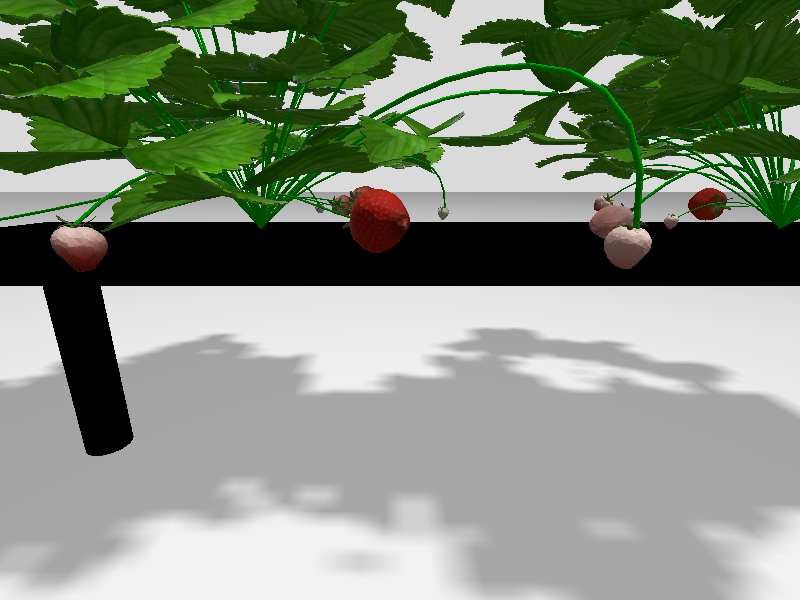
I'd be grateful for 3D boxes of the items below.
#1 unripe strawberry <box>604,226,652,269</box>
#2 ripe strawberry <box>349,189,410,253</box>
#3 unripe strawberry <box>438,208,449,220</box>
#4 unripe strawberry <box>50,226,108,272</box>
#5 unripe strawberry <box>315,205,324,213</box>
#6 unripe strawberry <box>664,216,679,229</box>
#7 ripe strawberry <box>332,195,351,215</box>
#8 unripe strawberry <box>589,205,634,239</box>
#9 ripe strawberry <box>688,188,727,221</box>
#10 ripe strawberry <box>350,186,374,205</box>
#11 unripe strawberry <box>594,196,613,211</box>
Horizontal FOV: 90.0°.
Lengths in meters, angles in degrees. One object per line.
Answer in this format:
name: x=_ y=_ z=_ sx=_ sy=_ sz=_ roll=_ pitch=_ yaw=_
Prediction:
unripe strawberry: x=0.107 y=-0.024 z=0.189 sx=0.019 sy=0.020 sz=0.018 roll=11 pitch=20 yaw=34
ripe strawberry: x=-0.010 y=-0.045 z=0.231 sx=0.035 sy=0.037 sz=0.037 roll=-15 pitch=23 yaw=-41
unripe strawberry: x=0.044 y=-0.087 z=0.403 sx=0.011 sy=0.012 sz=0.011 roll=-6 pitch=18 yaw=-20
unripe strawberry: x=-0.147 y=-0.023 z=0.184 sx=0.021 sy=0.021 sz=0.018 roll=3 pitch=13 yaw=9
unripe strawberry: x=-0.101 y=-0.115 z=0.507 sx=0.011 sy=0.010 sz=0.011 roll=2 pitch=-30 yaw=6
unripe strawberry: x=0.242 y=-0.069 z=0.357 sx=0.011 sy=0.011 sz=0.011 roll=2 pitch=17 yaw=7
ripe strawberry: x=-0.065 y=-0.110 z=0.463 sx=0.027 sy=0.023 sz=0.027 roll=7 pitch=17 yaw=23
unripe strawberry: x=0.137 y=-0.050 z=0.262 sx=0.024 sy=0.023 sz=0.026 roll=-18 pitch=22 yaw=-19
ripe strawberry: x=0.324 y=-0.102 z=0.426 sx=0.032 sy=0.034 sz=0.035 roll=-1 pitch=16 yaw=-4
ripe strawberry: x=-0.034 y=-0.108 z=0.440 sx=0.037 sy=0.033 sz=0.034 roll=13 pitch=21 yaw=38
unripe strawberry: x=0.261 y=-0.123 z=0.516 sx=0.023 sy=0.020 sz=0.021 roll=-6 pitch=-18 yaw=-20
